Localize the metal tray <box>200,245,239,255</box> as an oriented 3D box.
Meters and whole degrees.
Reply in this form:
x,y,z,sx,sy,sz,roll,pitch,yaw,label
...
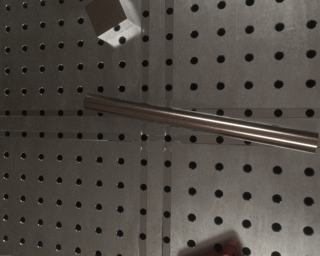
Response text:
x,y,z,sx,sy,sz,roll,pitch,yaw,label
0.078,0.224,0.382,0.090,0.030,0.130,-29,81,17,metal tray

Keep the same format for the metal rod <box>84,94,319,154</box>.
x,y,z,sx,sy,sz,roll,pitch,yaw,label
0.037,-0.010,0.399,0.301,0.025,0.025,11,94,19,metal rod

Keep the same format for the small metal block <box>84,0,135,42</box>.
x,y,z,sx,sy,sz,roll,pitch,yaw,label
-0.071,-0.159,0.436,0.050,0.025,0.050,-26,82,18,small metal block
